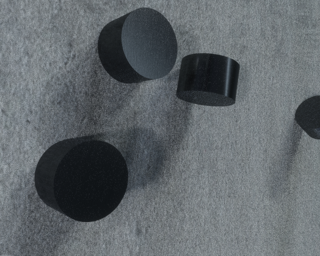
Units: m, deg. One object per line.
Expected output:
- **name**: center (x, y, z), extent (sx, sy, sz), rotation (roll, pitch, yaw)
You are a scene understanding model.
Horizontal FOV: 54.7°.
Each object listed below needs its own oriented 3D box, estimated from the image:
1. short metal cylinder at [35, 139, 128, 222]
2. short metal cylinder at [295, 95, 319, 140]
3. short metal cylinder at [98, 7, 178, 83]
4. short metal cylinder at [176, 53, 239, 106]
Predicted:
- **short metal cylinder**: center (-0.081, 0.052, 0.322), extent (0.081, 0.050, 0.079), rotation (0, 90, -40)
- **short metal cylinder**: center (0.338, -0.022, 0.657), extent (0.050, 0.080, 0.080), rotation (34, 69, -35)
- **short metal cylinder**: center (-0.026, -0.095, 0.368), extent (0.081, 0.050, 0.079), rotation (0, 90, -40)
- **short metal cylinder**: center (0.066, -0.064, 0.426), extent (0.081, 0.080, 0.050), rotation (15, 80, -39)
